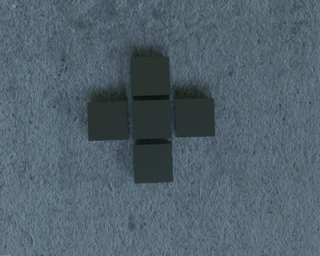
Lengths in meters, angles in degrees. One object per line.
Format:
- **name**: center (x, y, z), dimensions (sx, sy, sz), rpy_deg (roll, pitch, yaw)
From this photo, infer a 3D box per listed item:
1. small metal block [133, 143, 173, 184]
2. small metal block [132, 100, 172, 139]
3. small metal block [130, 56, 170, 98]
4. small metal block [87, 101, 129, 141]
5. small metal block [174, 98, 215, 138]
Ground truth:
- **small metal block**: center (-0.009, 0.046, 0.411), dimensions (0.050, 0.025, 0.050), rpy_deg (-2, 90, -1)
- **small metal block**: center (-0.011, -0.011, 0.411), dimensions (0.050, 0.025, 0.050), rpy_deg (-2, 90, -1)
- **small metal block**: center (-0.013, -0.067, 0.411), dimensions (0.050, 0.025, 0.050), rpy_deg (-2, 90, -1)
- **small metal block**: center (-0.068, -0.009, 0.410), dimensions (0.050, 0.025, 0.050), rpy_deg (-2, 90, -1)
- **small metal block**: center (0.045, -0.013, 0.412), dimensions (0.050, 0.025, 0.050), rpy_deg (-2, 90, -1)
